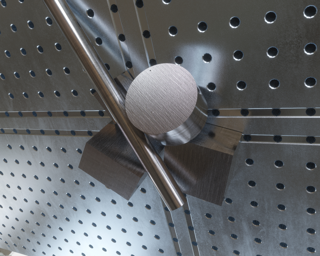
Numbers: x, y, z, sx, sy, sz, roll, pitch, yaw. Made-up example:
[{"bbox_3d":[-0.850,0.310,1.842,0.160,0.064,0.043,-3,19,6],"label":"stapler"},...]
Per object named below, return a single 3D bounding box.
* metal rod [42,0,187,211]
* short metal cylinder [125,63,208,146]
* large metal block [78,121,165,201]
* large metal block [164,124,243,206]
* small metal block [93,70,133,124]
[{"bbox_3d":[-0.055,-0.033,0.379,0.025,0.025,0.299,-31,90,37],"label":"metal rod"},{"bbox_3d":[0.009,-0.025,0.346,0.080,0.080,0.050,8,166,23],"label":"short metal cylinder"},{"bbox_3d":[-0.049,0.037,0.422,0.080,0.080,0.050,32,128,7],"label":"large metal block"},{"bbox_3d":[0.051,0.041,0.391,0.080,0.050,0.079,16,125,18],"label":"large metal block"},{"bbox_3d":[-0.052,-0.040,0.413,0.050,0.025,0.050,-27,104,37],"label":"small metal block"}]
